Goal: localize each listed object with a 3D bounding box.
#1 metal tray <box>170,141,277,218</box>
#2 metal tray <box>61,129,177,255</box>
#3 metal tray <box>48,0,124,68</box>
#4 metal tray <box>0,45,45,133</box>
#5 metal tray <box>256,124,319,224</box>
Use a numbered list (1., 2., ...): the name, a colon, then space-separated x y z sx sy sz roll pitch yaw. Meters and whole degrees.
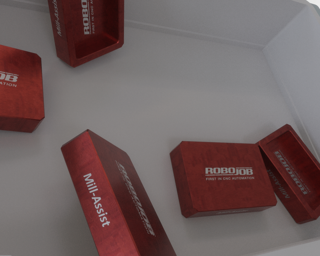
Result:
1. metal tray: 0.084 0.065 0.407 0.131 0.030 0.090 3 60 -27
2. metal tray: -0.036 0.072 0.289 0.030 0.090 0.130 -33 63 6
3. metal tray: -0.087 -0.148 0.377 0.030 0.129 0.091 36 51 26
4. metal tray: -0.189 -0.047 0.312 0.131 0.030 0.090 8 58 -38
5. metal tray: 0.203 0.066 0.470 0.091 0.030 0.130 -24 75 -36
